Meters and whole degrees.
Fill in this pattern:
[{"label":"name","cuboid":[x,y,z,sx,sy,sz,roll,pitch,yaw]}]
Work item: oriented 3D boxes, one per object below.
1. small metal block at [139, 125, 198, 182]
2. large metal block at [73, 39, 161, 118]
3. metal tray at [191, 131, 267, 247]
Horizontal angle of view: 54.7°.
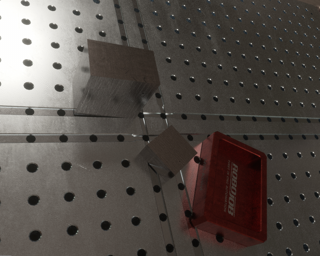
[{"label":"small metal block","cuboid":[0.011,0.032,0.396,0.050,0.025,0.050,48,51,5]},{"label":"large metal block","cuboid":[-0.057,-0.055,0.377,0.081,0.080,0.050,3,61,-27]},{"label":"metal tray","cuboid":[0.096,0.077,0.411,0.090,0.030,0.130,24,53,-14]}]
